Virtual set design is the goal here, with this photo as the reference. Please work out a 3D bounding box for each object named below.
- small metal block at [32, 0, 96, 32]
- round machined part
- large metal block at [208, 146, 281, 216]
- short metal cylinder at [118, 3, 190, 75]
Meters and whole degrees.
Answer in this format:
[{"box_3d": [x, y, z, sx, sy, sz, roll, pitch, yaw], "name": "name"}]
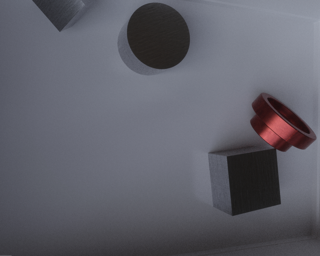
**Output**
[{"box_3d": [-0.111, -0.148, 0.354, 0.050, 0.050, 0.025, 50, 34, -14], "name": "small metal block"}, {"box_3d": [0.171, -0.004, 0.447, 0.098, 0.098, 0.042, 28, 118, -18], "name": "round machined part"}, {"box_3d": [0.120, 0.072, 0.443, 0.081, 0.050, 0.079, -7, 93, -20], "name": "large metal block"}, {"box_3d": [-0.009, -0.111, 0.395, 0.081, 0.050, 0.079, 0, 90, -21], "name": "short metal cylinder"}]
